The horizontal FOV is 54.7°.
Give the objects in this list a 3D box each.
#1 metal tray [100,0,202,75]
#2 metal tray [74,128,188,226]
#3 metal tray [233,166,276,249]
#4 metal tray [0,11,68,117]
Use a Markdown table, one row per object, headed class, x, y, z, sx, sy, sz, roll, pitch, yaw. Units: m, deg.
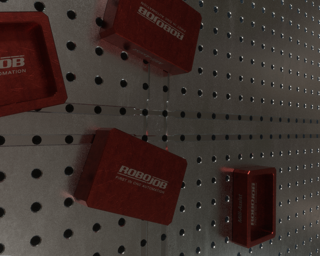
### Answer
| class | x | y | z | sx | sy | sz | roll | pitch | yaw |
| --- | --- | --- | --- | --- | --- | --- | --- | --- | --- |
| metal tray | -0.006 | -0.134 | 0.403 | 0.131 | 0.030 | 0.090 | 19 | 78 | -39 |
| metal tray | -0.029 | 0.063 | 0.383 | 0.131 | 0.030 | 0.090 | 27 | 73 | -37 |
| metal tray | 0.170 | 0.136 | 0.551 | 0.091 | 0.030 | 0.129 | 1 | 89 | -40 |
| metal tray | -0.158 | -0.053 | 0.274 | 0.131 | 0.030 | 0.089 | -19 | 102 | -39 |
